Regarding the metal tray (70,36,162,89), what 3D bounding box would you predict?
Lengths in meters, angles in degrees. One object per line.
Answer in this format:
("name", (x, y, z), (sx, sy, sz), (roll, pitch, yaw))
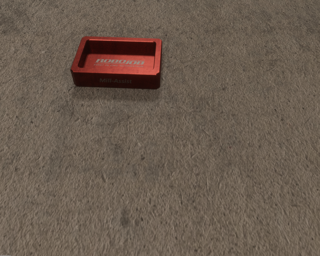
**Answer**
("metal tray", (-0.064, -0.104, 0.486), (0.131, 0.030, 0.090), (2, 50, 1))
